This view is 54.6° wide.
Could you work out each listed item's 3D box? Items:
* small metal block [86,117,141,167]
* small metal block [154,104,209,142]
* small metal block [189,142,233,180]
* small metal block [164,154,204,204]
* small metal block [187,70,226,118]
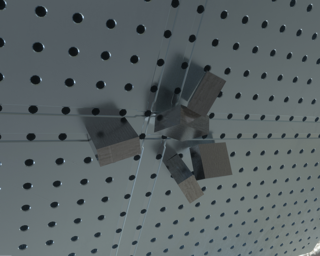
[{"bbox_3d":[-0.056,0.015,0.373,0.050,0.050,0.025,-17,125,-19],"label":"small metal block"},{"bbox_3d":[0.028,-0.005,0.405,0.050,0.050,0.025,18,65,-35],"label":"small metal block"},{"bbox_3d":[0.076,0.050,0.464,0.050,0.025,0.050,-2,75,-29],"label":"small metal block"},{"bbox_3d":[0.035,0.075,0.459,0.025,0.050,0.050,-33,129,-3],"label":"small metal block"},{"bbox_3d":[0.058,-0.045,0.394,0.025,0.050,0.050,29,104,0],"label":"small metal block"}]
